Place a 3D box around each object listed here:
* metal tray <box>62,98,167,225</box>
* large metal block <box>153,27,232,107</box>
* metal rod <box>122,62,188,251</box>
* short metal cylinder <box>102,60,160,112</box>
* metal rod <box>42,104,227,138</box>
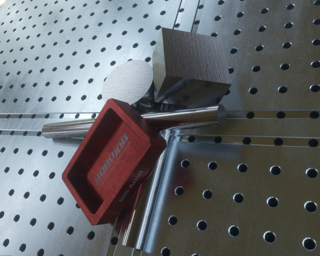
[{"bbox_3d":[-0.061,0.041,0.379,0.090,0.030,0.129,44,108,33],"label":"metal tray"},{"bbox_3d":[0.037,-0.075,0.394,0.081,0.050,0.080,6,56,-15],"label":"large metal block"},{"bbox_3d":[0.005,0.001,0.405,0.025,0.025,0.300,1,62,29],"label":"metal rod"},{"bbox_3d":[-0.035,-0.050,0.440,0.080,0.050,0.080,-13,56,21],"label":"short metal cylinder"},{"bbox_3d":[-0.057,-0.004,0.420,0.300,0.025,0.025,-4,60,34],"label":"metal rod"}]
